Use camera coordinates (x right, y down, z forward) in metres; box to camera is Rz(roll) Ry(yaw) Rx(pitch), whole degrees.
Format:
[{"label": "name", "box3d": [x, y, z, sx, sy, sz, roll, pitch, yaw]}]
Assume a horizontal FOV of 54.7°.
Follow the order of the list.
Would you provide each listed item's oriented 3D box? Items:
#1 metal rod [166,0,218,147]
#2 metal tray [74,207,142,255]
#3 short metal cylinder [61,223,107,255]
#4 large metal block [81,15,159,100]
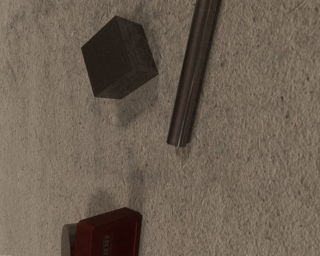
[{"label": "metal rod", "box3d": [0.050, -0.124, 0.362, 0.025, 0.025, 0.298, 19, 102, 38]}, {"label": "metal tray", "box3d": [-0.071, 0.182, 0.418, 0.030, 0.091, 0.129, 10, 96, 38]}, {"label": "short metal cylinder", "box3d": [-0.116, 0.183, 0.463, 0.080, 0.050, 0.080, -7, 82, 63]}, {"label": "large metal block", "box3d": [-0.058, -0.095, 0.434, 0.080, 0.050, 0.080, -28, 73, 36]}]
